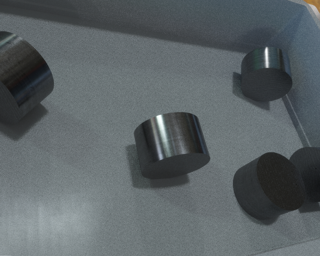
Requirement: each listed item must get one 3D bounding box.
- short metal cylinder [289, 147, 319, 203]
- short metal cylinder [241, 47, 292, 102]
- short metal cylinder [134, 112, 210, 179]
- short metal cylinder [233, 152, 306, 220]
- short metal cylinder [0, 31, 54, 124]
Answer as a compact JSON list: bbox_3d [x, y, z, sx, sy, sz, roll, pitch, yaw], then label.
[{"bbox_3d":[0.239,0.068,0.460,0.050,0.080,0.080,4,60,-27],"label":"short metal cylinder"},{"bbox_3d":[0.179,-0.090,0.524,0.080,0.080,0.050,22,54,-16],"label":"short metal cylinder"},{"bbox_3d":[0.013,0.023,0.365,0.081,0.080,0.050,1,62,-28],"label":"short metal cylinder"},{"bbox_3d":[0.148,0.080,0.423,0.081,0.050,0.080,14,56,-21],"label":"short metal cylinder"},{"bbox_3d":[-0.158,-0.050,0.316,0.080,0.080,0.050,37,51,-4],"label":"short metal cylinder"}]
